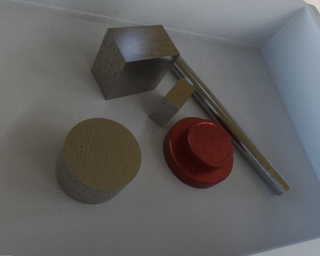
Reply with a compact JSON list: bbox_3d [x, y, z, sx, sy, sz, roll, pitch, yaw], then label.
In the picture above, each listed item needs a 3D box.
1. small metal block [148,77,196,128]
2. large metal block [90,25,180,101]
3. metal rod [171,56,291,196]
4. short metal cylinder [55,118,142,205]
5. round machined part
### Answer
[{"bbox_3d":[0.016,-0.034,0.421,0.025,0.050,0.050,40,51,-2],"label":"small metal block"},{"bbox_3d":[-0.034,-0.086,0.405,0.081,0.080,0.050,-17,71,-35],"label":"large metal block"},{"bbox_3d":[0.087,-0.025,0.469,0.025,0.025,0.300,-33,80,-38],"label":"metal rod"},{"bbox_3d":[-0.067,0.036,0.333,0.081,0.050,0.080,14,56,-21],"label":"short metal cylinder"},{"bbox_3d":[0.057,0.027,0.411,0.099,0.042,0.098,14,56,-21],"label":"round machined part"}]
